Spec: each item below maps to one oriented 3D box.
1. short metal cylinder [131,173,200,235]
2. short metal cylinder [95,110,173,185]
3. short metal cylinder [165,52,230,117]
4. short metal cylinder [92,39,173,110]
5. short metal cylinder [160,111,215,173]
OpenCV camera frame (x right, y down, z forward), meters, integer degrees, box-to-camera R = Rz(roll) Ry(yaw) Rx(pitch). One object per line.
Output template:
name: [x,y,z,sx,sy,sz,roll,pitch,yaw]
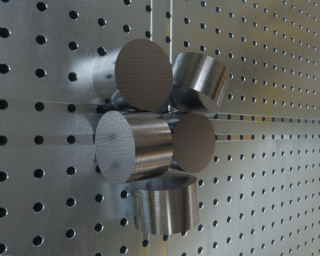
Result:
short metal cylinder: [0.007,0.089,0.378,0.081,0.080,0.050,-8,96,-40]
short metal cylinder: [-0.031,0.020,0.348,0.050,0.080,0.079,-3,92,-41]
short metal cylinder: [0.046,-0.055,0.412,0.080,0.080,0.050,35,68,-35]
short metal cylinder: [-0.031,-0.060,0.366,0.081,0.050,0.079,0,91,-39]
short metal cylinder: [0.029,0.018,0.417,0.081,0.050,0.079,-1,91,-40]
